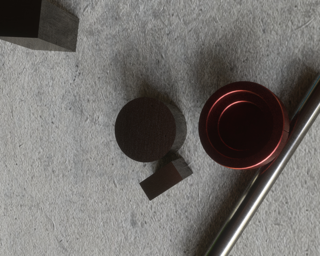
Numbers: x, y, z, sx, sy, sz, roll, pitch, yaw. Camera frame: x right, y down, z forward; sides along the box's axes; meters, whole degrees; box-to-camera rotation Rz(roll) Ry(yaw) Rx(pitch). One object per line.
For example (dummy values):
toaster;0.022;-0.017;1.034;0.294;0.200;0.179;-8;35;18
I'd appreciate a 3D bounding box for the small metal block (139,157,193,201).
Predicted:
small metal block;0.009;0.064;0.392;0.050;0.050;0.025;-36;79;16

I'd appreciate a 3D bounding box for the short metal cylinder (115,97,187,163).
short metal cylinder;-0.011;0.002;0.399;0.080;0.050;0.079;0;90;19

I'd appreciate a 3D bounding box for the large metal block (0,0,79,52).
large metal block;-0.175;-0.143;0.440;0.080;0.080;0.050;8;93;19

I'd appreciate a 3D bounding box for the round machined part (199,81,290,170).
round machined part;0.098;-0.001;0.355;0.098;0.042;0.097;-7;78;35

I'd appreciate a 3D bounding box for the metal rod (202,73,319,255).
metal rod;0.115;0.074;0.368;0.025;0.025;0.299;32;100;17
